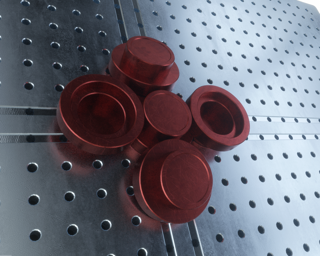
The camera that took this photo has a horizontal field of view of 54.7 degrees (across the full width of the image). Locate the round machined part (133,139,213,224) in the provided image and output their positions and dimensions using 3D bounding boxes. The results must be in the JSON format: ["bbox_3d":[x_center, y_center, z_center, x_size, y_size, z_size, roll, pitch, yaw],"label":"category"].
[{"bbox_3d":[0.022,0.060,0.359,0.099,0.042,0.098,8,73,-27],"label":"round machined part"}]

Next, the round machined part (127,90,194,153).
[{"bbox_3d":[0.003,-0.011,0.405,0.099,0.042,0.098,14,56,-21],"label":"round machined part"}]

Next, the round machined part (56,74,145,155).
[{"bbox_3d":[-0.072,-0.012,0.367,0.099,0.042,0.098,14,56,-21],"label":"round machined part"}]

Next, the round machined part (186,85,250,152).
[{"bbox_3d":[0.077,-0.010,0.446,0.099,0.042,0.098,14,56,-21],"label":"round machined part"}]

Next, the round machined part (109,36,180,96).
[{"bbox_3d":[-0.018,-0.091,0.430,0.099,0.042,0.098,14,43,-13],"label":"round machined part"}]
